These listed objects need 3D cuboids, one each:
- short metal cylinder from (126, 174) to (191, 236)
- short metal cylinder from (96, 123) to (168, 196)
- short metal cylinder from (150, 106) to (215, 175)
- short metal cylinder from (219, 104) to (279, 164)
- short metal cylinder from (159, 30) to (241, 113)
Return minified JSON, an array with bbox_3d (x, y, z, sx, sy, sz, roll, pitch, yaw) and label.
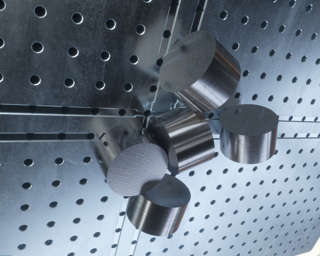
[{"bbox_3d":[-0.002,0.105,0.439,0.081,0.080,0.050,3,117,-30],"label":"short metal cylinder"},{"bbox_3d":[-0.037,0.041,0.400,0.081,0.050,0.079,-14,124,-21],"label":"short metal cylinder"},{"bbox_3d":[0.027,0.014,0.399,0.050,0.080,0.080,-21,127,-16],"label":"short metal cylinder"},{"bbox_3d":[0.127,0.007,0.450,0.081,0.080,0.050,-20,126,-17],"label":"short metal cylinder"},{"bbox_3d":[0.045,-0.065,0.360,0.050,0.080,0.080,32,101,-38],"label":"short metal cylinder"}]
